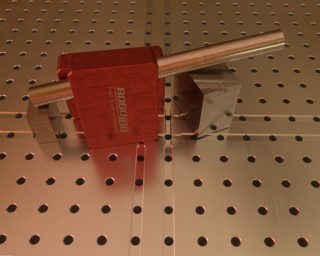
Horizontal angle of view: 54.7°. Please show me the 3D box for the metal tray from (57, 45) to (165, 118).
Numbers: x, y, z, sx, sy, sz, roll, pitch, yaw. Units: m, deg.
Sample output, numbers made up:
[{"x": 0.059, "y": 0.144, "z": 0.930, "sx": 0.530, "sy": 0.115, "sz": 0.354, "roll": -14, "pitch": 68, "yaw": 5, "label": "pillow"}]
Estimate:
[{"x": -0.060, "y": -0.059, "z": 0.413, "sx": 0.131, "sy": 0.089, "sz": 0.030, "roll": -7, "pitch": 52, "yaw": -6, "label": "metal tray"}]

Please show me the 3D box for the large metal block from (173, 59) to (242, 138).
[{"x": 0.058, "y": -0.048, "z": 0.412, "sx": 0.050, "sy": 0.080, "sz": 0.080, "roll": -18, "pitch": 53, "yaw": -15, "label": "large metal block"}]

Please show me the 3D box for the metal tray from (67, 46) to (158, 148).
[{"x": -0.049, "y": -0.030, "z": 0.364, "sx": 0.091, "sy": 0.129, "sz": 0.030, "roll": -7, "pitch": 51, "yaw": -7, "label": "metal tray"}]

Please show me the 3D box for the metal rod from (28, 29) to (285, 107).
[{"x": -0.004, "y": -0.071, "z": 0.369, "sx": 0.302, "sy": 0.025, "sz": 0.025, "roll": -13, "pitch": 51, "yaw": 1, "label": "metal rod"}]

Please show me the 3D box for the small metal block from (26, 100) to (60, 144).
[{"x": -0.150, "y": -0.016, "z": 0.402, "sx": 0.025, "sy": 0.050, "sz": 0.050, "roll": -6, "pitch": 51, "yaw": -6, "label": "small metal block"}]
